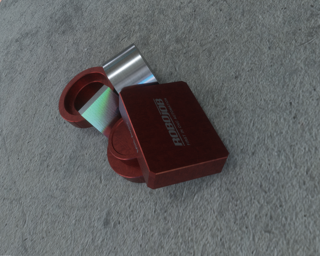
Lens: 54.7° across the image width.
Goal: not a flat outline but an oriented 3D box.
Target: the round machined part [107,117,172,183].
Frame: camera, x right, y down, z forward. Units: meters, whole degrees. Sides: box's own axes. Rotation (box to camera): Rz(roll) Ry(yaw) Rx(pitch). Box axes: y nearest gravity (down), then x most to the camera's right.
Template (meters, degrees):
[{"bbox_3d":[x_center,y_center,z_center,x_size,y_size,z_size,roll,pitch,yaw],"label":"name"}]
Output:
[{"bbox_3d":[-0.026,0.017,0.396,0.098,0.042,0.098,-13,56,20],"label":"round machined part"}]

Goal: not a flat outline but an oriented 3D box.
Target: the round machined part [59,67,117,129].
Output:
[{"bbox_3d":[-0.100,-0.042,0.471,0.098,0.042,0.098,-13,56,20],"label":"round machined part"}]

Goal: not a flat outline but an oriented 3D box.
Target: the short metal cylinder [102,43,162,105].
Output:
[{"bbox_3d":[-0.035,-0.070,0.431,0.050,0.080,0.080,-33,52,7],"label":"short metal cylinder"}]

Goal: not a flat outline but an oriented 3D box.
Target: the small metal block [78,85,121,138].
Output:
[{"bbox_3d":[-0.071,-0.022,0.415,0.050,0.050,0.025,-47,27,-6],"label":"small metal block"}]

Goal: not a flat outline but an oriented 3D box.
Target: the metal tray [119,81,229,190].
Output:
[{"bbox_3d":[0.011,0.001,0.366,0.091,0.030,0.130,-11,50,-17],"label":"metal tray"}]
